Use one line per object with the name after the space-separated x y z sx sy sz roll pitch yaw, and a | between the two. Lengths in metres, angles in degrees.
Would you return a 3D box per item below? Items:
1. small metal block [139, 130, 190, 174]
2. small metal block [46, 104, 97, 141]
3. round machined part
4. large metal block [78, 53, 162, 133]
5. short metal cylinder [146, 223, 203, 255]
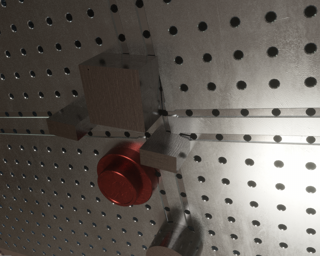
0.008 0.030 0.408 0.050 0.050 0.025 12 123 21 | small metal block
-0.128 -0.009 0.455 0.050 0.050 0.025 12 123 21 | small metal block
-0.057 0.082 0.479 0.098 0.042 0.097 13 124 20 | round machined part
-0.047 -0.046 0.390 0.080 0.050 0.079 9 123 23 | large metal block
0.024 0.203 0.507 0.080 0.050 0.079 13 124 20 | short metal cylinder
